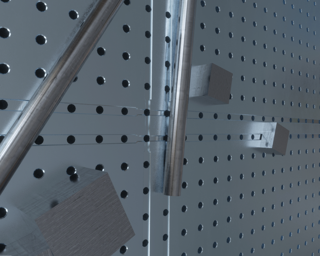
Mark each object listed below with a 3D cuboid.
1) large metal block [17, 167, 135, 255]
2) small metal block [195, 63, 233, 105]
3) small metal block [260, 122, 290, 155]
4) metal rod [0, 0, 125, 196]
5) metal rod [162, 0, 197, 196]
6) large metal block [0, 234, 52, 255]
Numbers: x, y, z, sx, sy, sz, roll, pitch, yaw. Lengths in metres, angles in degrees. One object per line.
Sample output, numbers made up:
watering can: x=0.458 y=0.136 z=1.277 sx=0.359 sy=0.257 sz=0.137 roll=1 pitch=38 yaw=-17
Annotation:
large metal block: x=-0.084 y=0.098 z=0.322 sx=0.081 sy=0.050 sz=0.080 roll=-32 pitch=110 yaw=-36
small metal block: x=0.084 y=-0.067 z=0.479 sx=0.050 sy=0.025 sz=0.050 roll=15 pitch=80 yaw=-39
small metal block: x=0.221 y=0.021 z=0.594 sx=0.050 sy=0.025 sz=0.050 roll=24 pitch=75 yaw=-37
metal rod: x=-0.103 y=-0.052 z=0.322 sx=0.025 sy=0.025 sz=0.300 roll=40 pitch=66 yaw=-33
metal rod: x=0.029 y=-0.057 z=0.432 sx=0.025 sy=0.025 sz=0.298 roll=9 pitch=85 yaw=-40
large metal block: x=-0.135 y=0.157 z=0.280 sx=0.081 sy=0.050 sz=0.080 roll=-22 pitch=104 yaw=-38
